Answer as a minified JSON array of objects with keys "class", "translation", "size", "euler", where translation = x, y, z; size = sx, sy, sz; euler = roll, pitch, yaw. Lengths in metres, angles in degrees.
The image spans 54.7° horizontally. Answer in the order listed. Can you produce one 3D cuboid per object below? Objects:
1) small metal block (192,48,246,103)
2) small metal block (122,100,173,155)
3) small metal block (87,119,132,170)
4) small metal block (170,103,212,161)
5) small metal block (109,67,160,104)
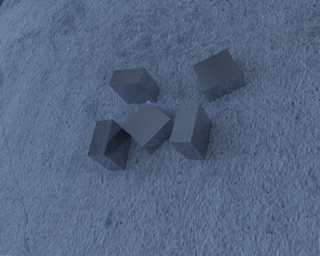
[{"class":"small metal block","translation":[0.076,-0.069,0.406],"size":[0.050,0.025,0.050],"euler":[-25,53,12]},{"class":"small metal block","translation":[-0.014,-0.001,0.412],"size":[0.050,0.025,0.050],"euler":[-45,51,-3]},{"class":"small metal block","translation":[-0.064,0.023,0.407],"size":[0.025,0.050,0.050],"euler":[-5,59,26]},{"class":"small metal block","translation":[0.038,0.005,0.365],"size":[0.025,0.050,0.050],"euler":[1,62,29]},{"class":"small metal block","translation":[-0.036,-0.059,0.443],"size":[0.050,0.050,0.025],"euler":[0,62,28]}]
